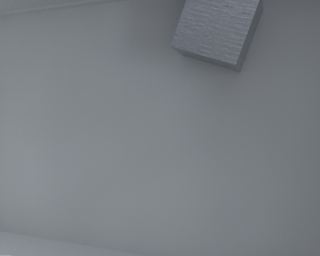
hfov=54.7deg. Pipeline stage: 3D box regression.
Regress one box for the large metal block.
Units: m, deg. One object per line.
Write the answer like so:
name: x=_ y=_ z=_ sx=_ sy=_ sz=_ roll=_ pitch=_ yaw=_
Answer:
large metal block: x=0.070 y=-0.121 z=0.373 sx=0.080 sy=0.050 sz=0.080 roll=21 pitch=97 yaw=18
